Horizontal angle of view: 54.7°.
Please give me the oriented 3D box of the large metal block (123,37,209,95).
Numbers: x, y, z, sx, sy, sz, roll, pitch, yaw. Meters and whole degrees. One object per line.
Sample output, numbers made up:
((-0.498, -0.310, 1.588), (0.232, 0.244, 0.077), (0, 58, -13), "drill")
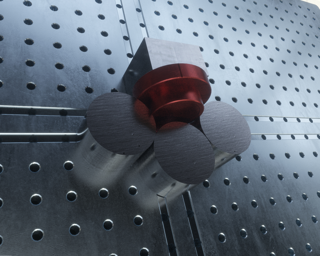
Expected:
((0.005, -0.071, 0.418), (0.081, 0.080, 0.050), (1, 62, -28), "large metal block")

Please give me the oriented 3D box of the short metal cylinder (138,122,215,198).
((0.019, 0.039, 0.379), (0.081, 0.050, 0.080), (14, 56, -21), "short metal cylinder")

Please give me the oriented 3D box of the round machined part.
((0.017, -0.034, 0.389), (0.099, 0.097, 0.042), (2, 61, -28), "round machined part")

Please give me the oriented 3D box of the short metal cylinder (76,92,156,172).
((-0.051, 0.005, 0.362), (0.081, 0.050, 0.080), (14, 56, -21), "short metal cylinder")

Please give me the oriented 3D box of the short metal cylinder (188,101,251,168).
((0.077, 0.009, 0.428), (0.081, 0.050, 0.080), (14, 56, -21), "short metal cylinder")
